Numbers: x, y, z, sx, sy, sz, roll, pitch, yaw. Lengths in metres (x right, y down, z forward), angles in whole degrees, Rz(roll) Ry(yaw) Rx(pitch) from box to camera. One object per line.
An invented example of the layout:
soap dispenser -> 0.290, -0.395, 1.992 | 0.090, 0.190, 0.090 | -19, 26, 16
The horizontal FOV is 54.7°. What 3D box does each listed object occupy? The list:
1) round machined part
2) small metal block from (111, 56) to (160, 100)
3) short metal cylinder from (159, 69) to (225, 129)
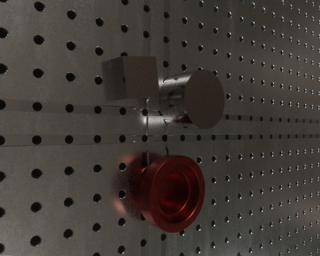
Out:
round machined part -> 0.011, 0.084, 0.410 | 0.099, 0.042, 0.097 | 0, 90, -40
small metal block -> -0.030, -0.062, 0.386 | 0.050, 0.025, 0.050 | -10, 97, -40
short metal cylinder -> 0.045, -0.038, 0.433 | 0.081, 0.050, 0.079 | 0, 90, -40
